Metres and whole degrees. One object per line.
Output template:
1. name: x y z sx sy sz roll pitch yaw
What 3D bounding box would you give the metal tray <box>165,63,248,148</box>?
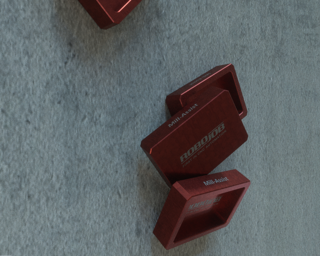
1. metal tray: 0.075 -0.032 0.466 0.131 0.030 0.090 -34 111 -35

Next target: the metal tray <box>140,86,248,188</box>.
1. metal tray: 0.050 0.017 0.414 0.130 0.030 0.090 -38 120 -12

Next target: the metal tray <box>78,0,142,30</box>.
1. metal tray: -0.049 -0.191 0.361 0.090 0.030 0.130 50 60 -29

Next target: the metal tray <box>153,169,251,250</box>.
1. metal tray: 0.060 0.108 0.426 0.131 0.030 0.089 -3 122 -41
